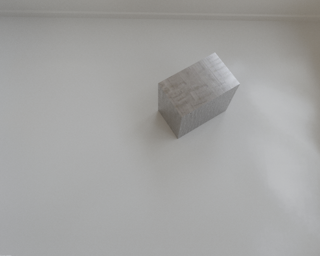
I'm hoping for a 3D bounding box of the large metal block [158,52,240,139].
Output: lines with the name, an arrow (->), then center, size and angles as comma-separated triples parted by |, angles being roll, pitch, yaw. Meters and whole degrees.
large metal block -> 0.045, -0.038, 0.395 | 0.080, 0.080, 0.050 | -30, 73, -11
